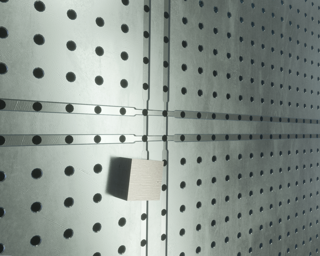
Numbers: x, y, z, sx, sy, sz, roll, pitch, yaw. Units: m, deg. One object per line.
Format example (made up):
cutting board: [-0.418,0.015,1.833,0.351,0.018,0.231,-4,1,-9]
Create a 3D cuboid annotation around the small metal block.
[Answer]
small metal block: [-0.025,0.064,0.390,0.050,0.025,0.050,10,84,-40]
